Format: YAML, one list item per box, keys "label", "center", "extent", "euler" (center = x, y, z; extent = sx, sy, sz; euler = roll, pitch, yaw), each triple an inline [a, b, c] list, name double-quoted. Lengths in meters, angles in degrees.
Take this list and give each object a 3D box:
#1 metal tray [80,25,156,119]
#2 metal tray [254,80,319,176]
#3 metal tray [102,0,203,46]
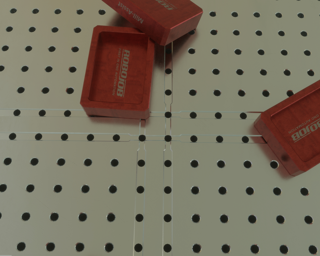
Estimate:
- label: "metal tray"
  center: [-0.055, -0.080, 0.437]
  extent: [0.091, 0.030, 0.130]
  euler: [4, 70, 1]
- label: "metal tray"
  center: [0.207, -0.007, 0.414]
  extent: [0.131, 0.030, 0.090]
  euler: [-29, 73, -11]
- label: "metal tray"
  center: [-0.013, -0.184, 0.459]
  extent: [0.130, 0.030, 0.091]
  euler: [40, 52, 13]
